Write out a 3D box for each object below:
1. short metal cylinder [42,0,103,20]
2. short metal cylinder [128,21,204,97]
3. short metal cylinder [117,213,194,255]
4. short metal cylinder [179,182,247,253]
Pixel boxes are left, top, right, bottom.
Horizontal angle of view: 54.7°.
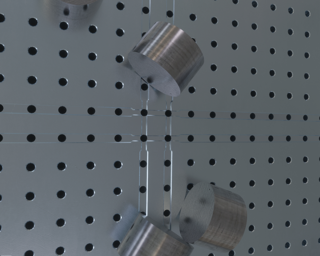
[{"bbox_3d":[-0.102,-0.175,0.361,0.081,0.050,0.079,0,90,-20],"label":"short metal cylinder"},{"bbox_3d":[0.007,-0.084,0.386,0.080,0.080,0.050,41,77,-16],"label":"short metal cylinder"},{"bbox_3d":[-0.005,0.148,0.382,0.080,0.080,0.050,35,79,-17],"label":"short metal cylinder"},{"bbox_3d":[0.068,0.117,0.409,0.050,0.080,0.080,24,82,-19],"label":"short metal cylinder"}]
